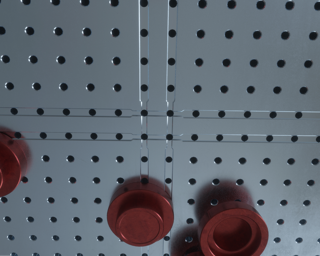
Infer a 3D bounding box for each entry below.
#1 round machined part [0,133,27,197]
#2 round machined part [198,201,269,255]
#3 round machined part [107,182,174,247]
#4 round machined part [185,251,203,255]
[{"bbox_3d":[-0.240,0.055,0.423,0.099,0.042,0.097,0,110,0],"label":"round machined part"},{"bbox_3d":[0.104,0.151,0.457,0.099,0.042,0.097,-1,105,-3],"label":"round machined part"},{"bbox_3d":[-0.029,0.132,0.453,0.099,0.042,0.097,0,110,0],"label":"round machined part"},{"bbox_3d":[0.065,0.234,0.487,0.098,0.042,0.097,1,116,3],"label":"round machined part"}]
